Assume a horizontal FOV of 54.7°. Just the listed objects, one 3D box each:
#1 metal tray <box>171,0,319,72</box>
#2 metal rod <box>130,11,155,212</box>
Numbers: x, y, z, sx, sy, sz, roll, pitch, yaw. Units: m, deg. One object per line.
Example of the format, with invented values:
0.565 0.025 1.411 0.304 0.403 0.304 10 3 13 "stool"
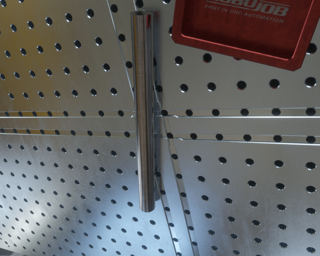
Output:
0.080 -0.114 0.293 0.130 0.030 0.089 18 126 17 "metal tray"
-0.020 0.000 0.420 0.025 0.025 0.298 13 124 20 "metal rod"
